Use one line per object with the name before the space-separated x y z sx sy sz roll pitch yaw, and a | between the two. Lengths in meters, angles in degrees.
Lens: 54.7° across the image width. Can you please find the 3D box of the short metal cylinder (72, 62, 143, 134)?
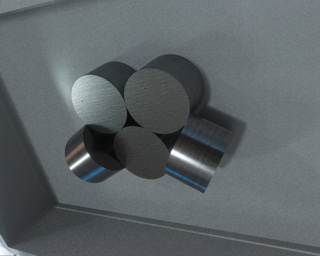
short metal cylinder | -0.065 -0.039 0.401 0.080 0.050 0.079 13 124 21

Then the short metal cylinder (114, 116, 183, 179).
short metal cylinder | -0.013 0.021 0.410 0.080 0.050 0.079 13 124 21

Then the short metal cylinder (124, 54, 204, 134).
short metal cylinder | 0.006 -0.040 0.363 0.080 0.050 0.079 13 124 21

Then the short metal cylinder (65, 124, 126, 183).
short metal cylinder | -0.084 0.031 0.435 0.050 0.080 0.080 -34 99 38

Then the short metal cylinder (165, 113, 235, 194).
short metal cylinder | 0.047 0.029 0.364 0.050 0.080 0.079 26 128 12
